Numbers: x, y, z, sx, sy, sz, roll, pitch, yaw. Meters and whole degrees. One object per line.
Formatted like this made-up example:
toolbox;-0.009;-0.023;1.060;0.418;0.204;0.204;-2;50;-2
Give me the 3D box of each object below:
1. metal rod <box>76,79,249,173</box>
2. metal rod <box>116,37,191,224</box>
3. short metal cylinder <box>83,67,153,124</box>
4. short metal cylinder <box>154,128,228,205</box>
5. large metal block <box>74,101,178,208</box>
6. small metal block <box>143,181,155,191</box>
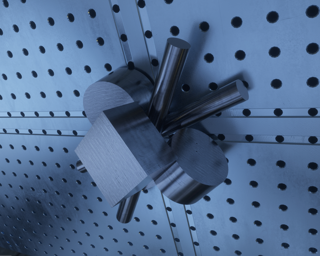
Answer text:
metal rod;-0.019;0.011;0.423;0.299;0.025;0.025;-26;105;37
metal rod;-0.019;0.027;0.401;0.025;0.025;0.298;27;128;11
short metal cylinder;-0.050;-0.031;0.397;0.080;0.050;0.079;13;124;21
short metal cylinder;0.036;0.047;0.381;0.080;0.080;0.050;40;130;1
large metal block;-0.040;0.030;0.348;0.080;0.050;0.080;54;131;12
small metal block;-0.018;0.058;0.452;0.050;0.025;0.050;-31;101;38
